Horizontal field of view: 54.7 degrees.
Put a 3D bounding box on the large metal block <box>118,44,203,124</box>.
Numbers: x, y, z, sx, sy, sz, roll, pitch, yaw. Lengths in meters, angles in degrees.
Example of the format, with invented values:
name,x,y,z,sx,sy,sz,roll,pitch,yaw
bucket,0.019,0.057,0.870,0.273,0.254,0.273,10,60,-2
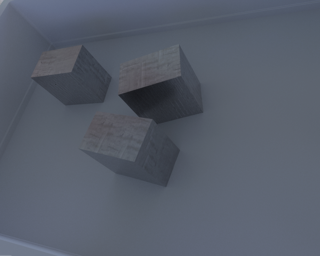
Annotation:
name,x,y,z,sx,sy,sz,roll,pitch,yaw
large metal block,0.003,-0.051,0.399,0.080,0.080,0.050,-14,56,20

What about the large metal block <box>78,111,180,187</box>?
name,x,y,z,sx,sy,sz,roll,pitch,yaw
large metal block,-0.034,0.026,0.371,0.080,0.080,0.050,9,66,32

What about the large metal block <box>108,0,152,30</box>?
name,x,y,z,sx,sy,sz,roll,pitch,yaw
large metal block,-0.059,-0.237,0.546,0.050,0.080,0.080,-22,54,12

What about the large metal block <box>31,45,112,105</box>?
name,x,y,z,sx,sy,sz,roll,pitch,yaw
large metal block,-0.137,-0.080,0.489,0.080,0.080,0.050,-2,61,27
